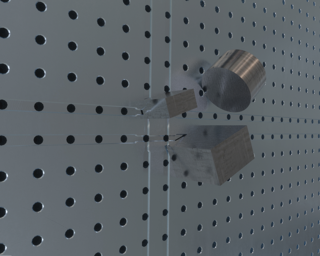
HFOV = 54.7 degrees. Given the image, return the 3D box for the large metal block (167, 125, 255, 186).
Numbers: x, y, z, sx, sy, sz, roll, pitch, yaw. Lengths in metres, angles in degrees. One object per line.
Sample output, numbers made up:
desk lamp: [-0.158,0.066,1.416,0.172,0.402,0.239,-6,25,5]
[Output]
large metal block: [0.071,0.034,0.433,0.081,0.080,0.050,-27,108,-37]

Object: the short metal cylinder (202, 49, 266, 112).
short metal cylinder: [0.111,-0.070,0.467,0.050,0.080,0.080,-47,118,-30]

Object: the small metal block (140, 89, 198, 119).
small metal block: [0.011,-0.031,0.403,0.050,0.050,0.025,-23,105,-38]
